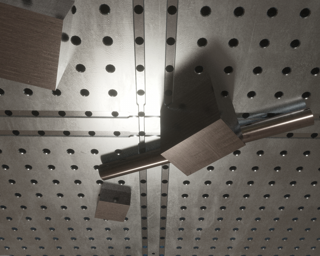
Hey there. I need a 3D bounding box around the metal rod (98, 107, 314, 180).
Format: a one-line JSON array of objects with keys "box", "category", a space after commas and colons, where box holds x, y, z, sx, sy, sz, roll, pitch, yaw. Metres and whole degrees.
[{"box": [0.054, 0.026, 0.434, 0.301, 0.025, 0.025, -16, 129, 13], "category": "metal rod"}]

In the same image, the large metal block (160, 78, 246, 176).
[{"box": [0.047, -0.002, 0.375, 0.080, 0.080, 0.050, -33, 123, 24], "category": "large metal block"}]

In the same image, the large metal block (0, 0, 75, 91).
[{"box": [-0.137, -0.093, 0.314, 0.081, 0.050, 0.079, 13, 129, -12], "category": "large metal block"}]

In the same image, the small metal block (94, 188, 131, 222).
[{"box": [-0.080, 0.131, 0.522, 0.050, 0.025, 0.050, 12, 129, -11], "category": "small metal block"}]
